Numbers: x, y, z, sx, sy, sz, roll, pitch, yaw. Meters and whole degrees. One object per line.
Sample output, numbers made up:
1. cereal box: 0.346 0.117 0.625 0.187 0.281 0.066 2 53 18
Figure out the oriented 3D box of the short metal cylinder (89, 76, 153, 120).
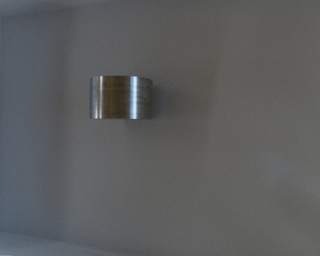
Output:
1. short metal cylinder: -0.050 -0.036 0.399 0.080 0.080 0.050 1 90 20
